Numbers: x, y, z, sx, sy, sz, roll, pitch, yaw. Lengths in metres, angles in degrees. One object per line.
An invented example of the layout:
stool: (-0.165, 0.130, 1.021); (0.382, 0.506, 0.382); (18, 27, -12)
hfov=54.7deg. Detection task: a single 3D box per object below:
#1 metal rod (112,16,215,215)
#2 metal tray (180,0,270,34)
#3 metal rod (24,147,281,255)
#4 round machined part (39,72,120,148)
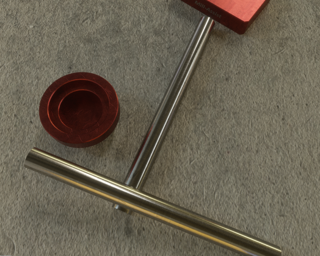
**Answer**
metal rod: (0.012, -0.030, 0.419); (0.025, 0.025, 0.300); (22, 71, 7)
metal tray: (0.100, -0.215, 0.485); (0.130, 0.030, 0.090); (35, 73, 11)
metal rod: (-0.007, 0.091, 0.352); (0.301, 0.025, 0.025); (22, 71, -1)
round machined part: (-0.101, -0.020, 0.405); (0.099, 0.042, 0.098); (0, 70, -1)
